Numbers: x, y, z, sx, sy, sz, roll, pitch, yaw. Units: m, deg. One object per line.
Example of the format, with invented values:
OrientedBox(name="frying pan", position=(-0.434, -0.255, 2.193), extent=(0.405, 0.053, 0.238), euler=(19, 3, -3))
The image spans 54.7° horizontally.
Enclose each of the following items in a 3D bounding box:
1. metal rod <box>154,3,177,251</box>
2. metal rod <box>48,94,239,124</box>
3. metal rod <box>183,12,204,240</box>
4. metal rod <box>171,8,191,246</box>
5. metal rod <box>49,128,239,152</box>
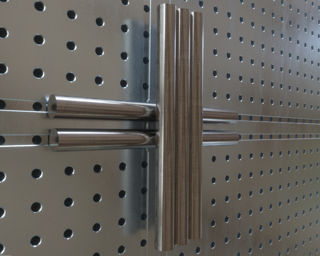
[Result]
OrientedBox(name="metal rod", position=(0.007, -0.001, 0.385), extent=(0.025, 0.025, 0.298), euler=(1, 90, -40))
OrientedBox(name="metal rod", position=(0.005, -0.020, 0.415), extent=(0.302, 0.025, 0.025), euler=(1, 90, -40))
OrientedBox(name="metal rod", position=(0.045, -0.003, 0.417), extent=(0.025, 0.025, 0.298), euler=(1, 90, -40))
OrientedBox(name="metal rod", position=(0.026, -0.002, 0.401), extent=(0.025, 0.025, 0.298), euler=(1, 90, -40))
OrientedBox(name="metal rod", position=(0.006, 0.014, 0.417), extent=(0.302, 0.025, 0.025), euler=(1, 90, -40))
